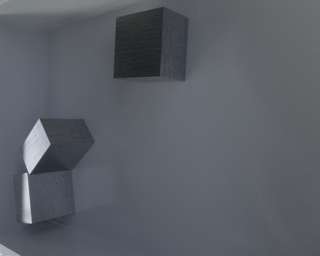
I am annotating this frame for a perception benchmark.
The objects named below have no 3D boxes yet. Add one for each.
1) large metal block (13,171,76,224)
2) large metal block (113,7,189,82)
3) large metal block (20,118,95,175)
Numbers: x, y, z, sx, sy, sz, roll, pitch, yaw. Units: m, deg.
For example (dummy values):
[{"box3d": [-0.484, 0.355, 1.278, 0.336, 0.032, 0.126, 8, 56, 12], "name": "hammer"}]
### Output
[{"box3d": [-0.199, 0.115, 0.536, 0.050, 0.081, 0.080, -13, 82, 39], "name": "large metal block"}, {"box3d": [-0.012, -0.102, 0.401, 0.080, 0.050, 0.079, 5, 93, 40], "name": "large metal block"}, {"box3d": [-0.169, 0.029, 0.511, 0.080, 0.081, 0.050, -47, 62, 30], "name": "large metal block"}]
